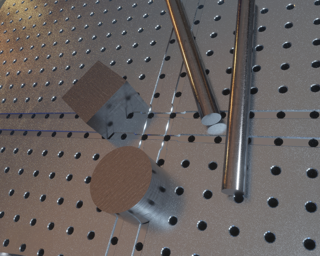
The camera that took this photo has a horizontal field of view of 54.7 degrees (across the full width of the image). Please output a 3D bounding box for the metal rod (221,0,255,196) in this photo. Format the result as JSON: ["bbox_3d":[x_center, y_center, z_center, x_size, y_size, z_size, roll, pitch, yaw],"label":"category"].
[{"bbox_3d":[0.103,-0.064,0.393,0.025,0.025,0.300,-3,60,26],"label":"metal rod"}]

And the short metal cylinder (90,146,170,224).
[{"bbox_3d":[-0.035,0.068,0.369,0.080,0.050,0.080,-13,56,21],"label":"short metal cylinder"}]

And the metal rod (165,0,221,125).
[{"bbox_3d":[0.039,-0.131,0.467,0.025,0.025,0.299,-22,53,15],"label":"metal rod"}]

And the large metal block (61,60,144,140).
[{"bbox_3d":[-0.086,-0.043,0.464,0.080,0.050,0.080,-47,51,-5],"label":"large metal block"}]

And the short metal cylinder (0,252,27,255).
[{"bbox_3d":[-0.193,0.178,0.365,0.080,0.080,0.050,-10,58,23],"label":"short metal cylinder"}]
